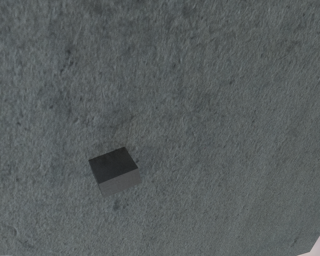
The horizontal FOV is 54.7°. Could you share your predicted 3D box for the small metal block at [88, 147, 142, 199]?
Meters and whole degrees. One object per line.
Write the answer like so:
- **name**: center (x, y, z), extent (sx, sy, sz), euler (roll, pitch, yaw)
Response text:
- **small metal block**: center (-0.058, 0.055, 0.394), extent (0.050, 0.050, 0.025), euler (-20, 127, -17)
